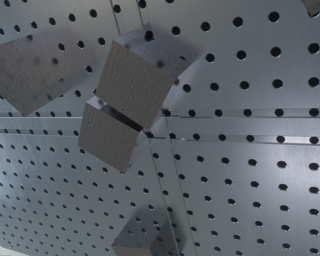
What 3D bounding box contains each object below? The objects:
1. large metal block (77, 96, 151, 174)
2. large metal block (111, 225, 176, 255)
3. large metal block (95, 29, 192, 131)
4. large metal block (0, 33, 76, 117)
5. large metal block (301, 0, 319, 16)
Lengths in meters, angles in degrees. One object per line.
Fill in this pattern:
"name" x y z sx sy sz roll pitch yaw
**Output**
"large metal block" -0.061 0.003 0.430 0.080 0.050 0.079 29 128 9
"large metal block" -0.026 0.220 0.546 0.080 0.050 0.080 -9 114 32
"large metal block" -0.022 -0.057 0.371 0.080 0.050 0.080 33 129 6
"large metal block" -0.179 -0.075 0.425 0.080 0.080 0.050 42 129 0
"large metal block" 0.134 -0.134 0.222 0.080 0.080 0.050 -33 100 38
